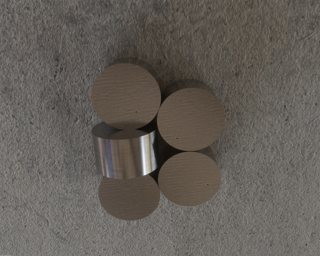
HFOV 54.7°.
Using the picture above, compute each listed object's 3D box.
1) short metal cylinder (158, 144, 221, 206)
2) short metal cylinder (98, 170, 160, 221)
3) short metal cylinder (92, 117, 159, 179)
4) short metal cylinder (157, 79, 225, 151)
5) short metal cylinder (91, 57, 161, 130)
[{"bbox_3d":[0.038,0.057,0.418,0.080,0.050,0.079,0,111,1],"label":"short metal cylinder"},{"bbox_3d":[-0.040,0.079,0.426,0.080,0.050,0.079,0,110,1],"label":"short metal cylinder"},{"bbox_3d":[-0.042,0.022,0.389,0.080,0.080,0.050,-3,110,1],"label":"short metal cylinder"},{"bbox_3d":[0.037,-0.018,0.391,0.081,0.050,0.079,0,111,0],"label":"short metal cylinder"},{"bbox_3d":[-0.039,-0.044,0.381,0.080,0.050,0.079,0,110,1],"label":"short metal cylinder"}]
